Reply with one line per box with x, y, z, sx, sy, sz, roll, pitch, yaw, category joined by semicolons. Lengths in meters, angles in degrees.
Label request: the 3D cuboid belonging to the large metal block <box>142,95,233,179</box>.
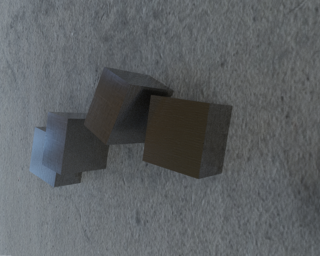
0.031;0.007;0.362;0.080;0.050;0.079;13;98;39;large metal block

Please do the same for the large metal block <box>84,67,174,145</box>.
-0.040;-0.027;0.400;0.050;0.081;0.079;37;113;33;large metal block

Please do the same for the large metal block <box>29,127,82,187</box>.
-0.175;0.046;0.530;0.080;0.050;0.079;18;101;38;large metal block

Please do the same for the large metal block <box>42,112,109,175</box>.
-0.124;0.020;0.468;0.050;0.081;0.079;16;100;38;large metal block
